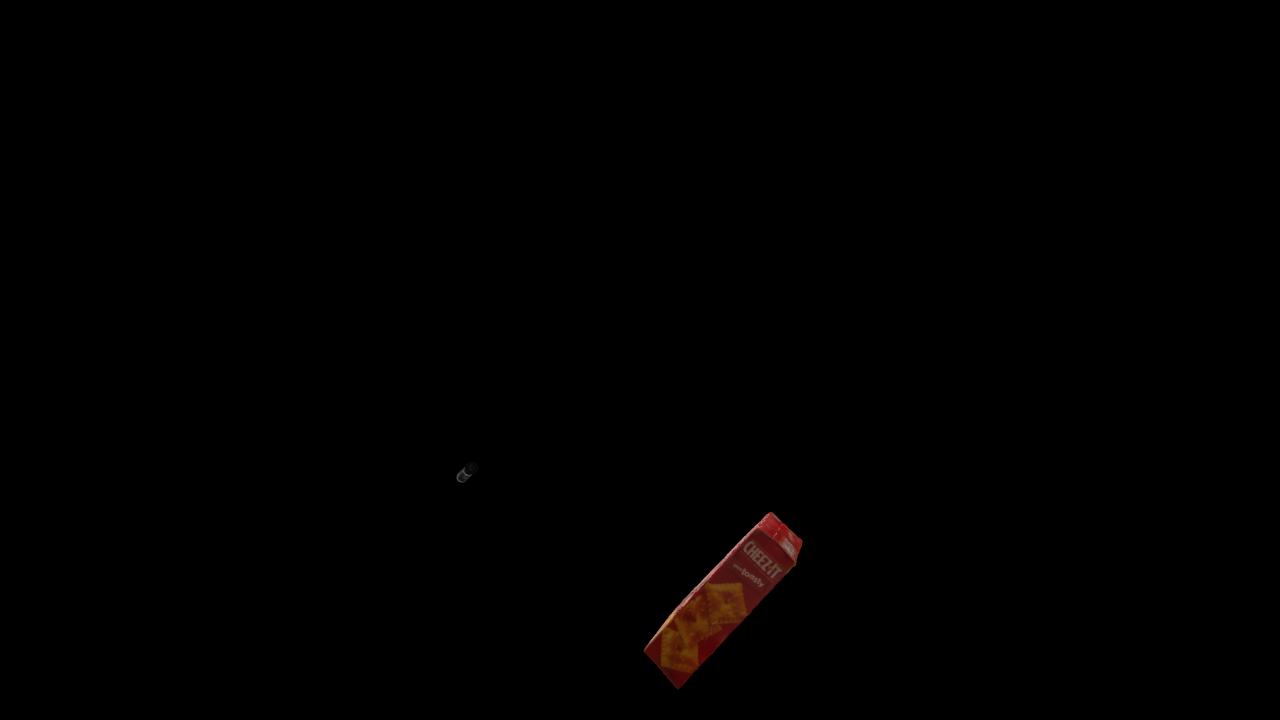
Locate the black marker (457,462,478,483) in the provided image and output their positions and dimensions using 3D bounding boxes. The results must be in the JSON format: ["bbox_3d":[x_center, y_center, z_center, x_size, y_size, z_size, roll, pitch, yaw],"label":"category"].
[{"bbox_3d":[-0.278,0.181,0.988,0.020,0.020,0.121,0,-17,-23],"label":"black marker"}]

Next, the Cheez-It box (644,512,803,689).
[{"bbox_3d":[0.118,0.313,0.829,0.071,0.223,0.166,43,7,16],"label":"Cheez-It box"}]
